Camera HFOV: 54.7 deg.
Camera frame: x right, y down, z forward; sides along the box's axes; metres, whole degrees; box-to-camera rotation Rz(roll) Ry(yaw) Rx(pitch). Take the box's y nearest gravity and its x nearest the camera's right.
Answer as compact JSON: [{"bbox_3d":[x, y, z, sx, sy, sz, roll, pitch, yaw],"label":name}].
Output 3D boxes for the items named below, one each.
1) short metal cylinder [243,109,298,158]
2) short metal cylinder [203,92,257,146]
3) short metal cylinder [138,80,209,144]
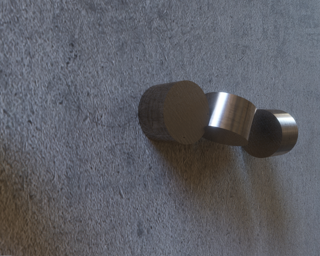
[{"bbox_3d":[0.181,0.008,0.520,0.050,0.080,0.079,-2,92,-40],"label":"short metal cylinder"},{"bbox_3d":[0.093,-0.011,0.446,0.080,0.080,0.050,29,72,-36],"label":"short metal cylinder"},{"bbox_3d":[0.019,-0.020,0.404,0.081,0.050,0.080,0,90,-40],"label":"short metal cylinder"}]
